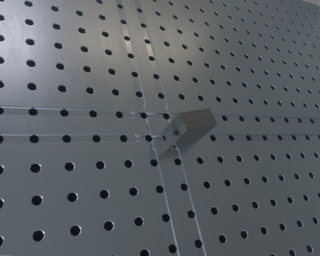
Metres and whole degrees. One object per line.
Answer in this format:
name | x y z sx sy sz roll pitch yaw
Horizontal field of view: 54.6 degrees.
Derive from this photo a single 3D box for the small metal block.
small metal block | 0.039 0.000 0.413 0.050 0.050 0.025 -11 67 -33
